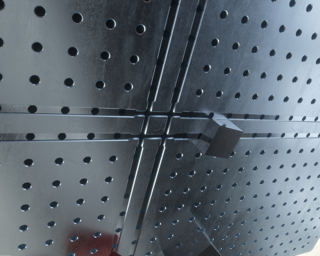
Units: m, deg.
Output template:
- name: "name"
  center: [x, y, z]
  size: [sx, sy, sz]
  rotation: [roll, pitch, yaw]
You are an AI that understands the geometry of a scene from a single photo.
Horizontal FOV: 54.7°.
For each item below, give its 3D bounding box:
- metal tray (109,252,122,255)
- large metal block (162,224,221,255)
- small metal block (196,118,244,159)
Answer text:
- name: "metal tray"
  center: [-0.092, 0.277, 0.498]
  size: [0.091, 0.030, 0.129]
  rotation: [-37, 142, -53]
- name: "large metal block"
  center: [0.064, 0.239, 0.578]
  size: [0.080, 0.050, 0.080]
  rotation: [-37, 129, -3]
- name: "small metal block"
  center: [0.090, 0.017, 0.471]
  size: [0.050, 0.025, 0.050]
  rotation: [13, 112, -34]
